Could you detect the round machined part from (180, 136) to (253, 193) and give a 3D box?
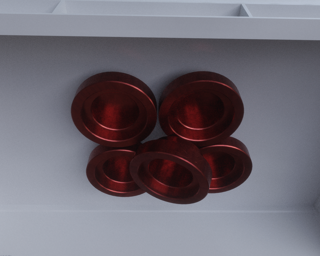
[{"bbox_3d":[0.076,0.045,0.435,0.099,0.042,0.097,-1,130,0],"label":"round machined part"}]

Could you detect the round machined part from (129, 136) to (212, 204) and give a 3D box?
[{"bbox_3d":[0.016,0.048,0.381,0.098,0.042,0.097,13,137,13],"label":"round machined part"}]

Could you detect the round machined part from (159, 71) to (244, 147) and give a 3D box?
[{"bbox_3d":[0.047,-0.026,0.374,0.099,0.042,0.097,-1,130,0],"label":"round machined part"}]

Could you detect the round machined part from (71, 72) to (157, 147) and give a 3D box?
[{"bbox_3d":[-0.053,-0.026,0.373,0.099,0.042,0.097,-1,130,0],"label":"round machined part"}]

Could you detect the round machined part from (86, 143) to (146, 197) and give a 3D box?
[{"bbox_3d":[-0.052,0.051,0.439,0.099,0.042,0.097,-1,130,0],"label":"round machined part"}]
